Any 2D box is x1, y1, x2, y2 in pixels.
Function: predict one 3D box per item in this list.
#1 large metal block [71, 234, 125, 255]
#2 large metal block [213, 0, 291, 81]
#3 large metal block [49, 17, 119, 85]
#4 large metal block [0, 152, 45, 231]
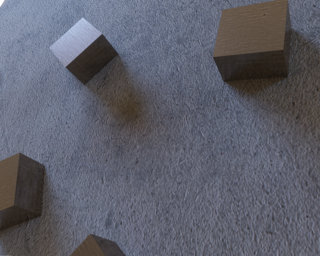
[{"bbox_3d":[-0.065,0.172,0.317,0.080,0.050,0.080,-47,51,-5],"label":"large metal block"},{"bbox_3d":[0.119,-0.109,0.392,0.080,0.050,0.080,0,62,28],"label":"large metal block"},{"bbox_3d":[-0.134,-0.135,0.541,0.080,0.050,0.080,-43,51,-2],"label":"large metal block"},{"bbox_3d":[-0.218,0.093,0.445,0.080,0.050,0.080,-23,53,14],"label":"large metal block"}]
